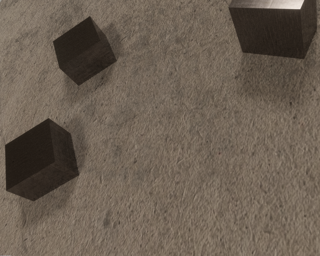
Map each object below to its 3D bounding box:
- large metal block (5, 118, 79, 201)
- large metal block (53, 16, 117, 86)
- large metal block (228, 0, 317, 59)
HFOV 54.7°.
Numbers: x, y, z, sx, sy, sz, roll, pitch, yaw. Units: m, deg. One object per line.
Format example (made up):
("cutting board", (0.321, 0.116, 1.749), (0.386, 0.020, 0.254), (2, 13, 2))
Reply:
("large metal block", (-0.172, 0.046, 0.447), (0.080, 0.050, 0.080), (-30, 52, 8))
("large metal block", (-0.131, -0.134, 0.536), (0.080, 0.050, 0.080), (-31, 52, 7))
("large metal block", (0.140, -0.134, 0.377), (0.080, 0.080, 0.050), (17, 71, 34))
